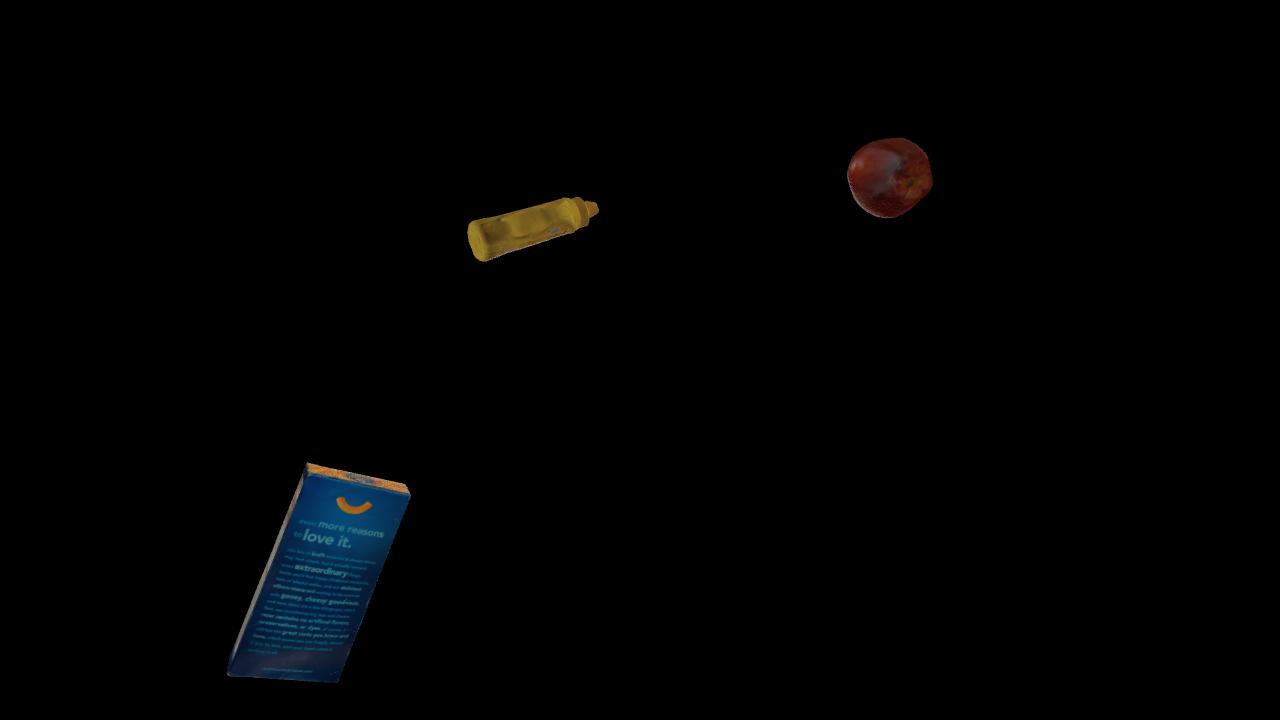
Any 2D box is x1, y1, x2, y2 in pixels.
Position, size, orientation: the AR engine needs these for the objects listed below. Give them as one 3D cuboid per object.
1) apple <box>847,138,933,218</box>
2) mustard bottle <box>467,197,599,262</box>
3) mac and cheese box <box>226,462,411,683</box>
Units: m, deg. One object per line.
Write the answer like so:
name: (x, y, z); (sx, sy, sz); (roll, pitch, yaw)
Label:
apple: (0.254, -0.185, 0.629); (0.079, 0.079, 0.093); (0, 23, -14)
mustard bottle: (-0.140, -0.187, 0.850); (0.184, 0.054, 0.092); (-22, 2, -22)
mac and cheese box: (-0.288, 0.193, 0.557); (0.093, 0.184, 0.041); (23, -3, -30)
